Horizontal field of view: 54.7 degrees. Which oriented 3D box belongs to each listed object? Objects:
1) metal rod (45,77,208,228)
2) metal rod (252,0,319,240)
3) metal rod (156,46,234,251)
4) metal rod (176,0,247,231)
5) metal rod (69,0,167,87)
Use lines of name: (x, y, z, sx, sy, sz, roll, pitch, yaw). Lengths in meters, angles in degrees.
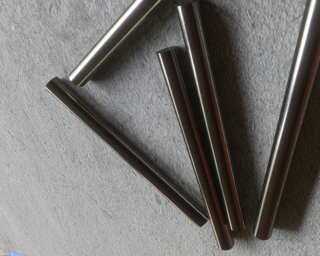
metal rod: (-0.046, 0.036, 0.453, 0.300, 0.025, 0.025, 42, 129, -2)
metal rod: (0.139, 0.016, 0.343, 0.025, 0.025, 0.298, 14, 124, 20)
metal rod: (0.053, 0.042, 0.404, 0.025, 0.025, 0.298, -5, 116, 30)
metal rod: (0.068, 0.004, 0.373, 0.025, 0.025, 0.298, -3, 117, 29)
metal rod: (-0.015, -0.132, 0.332, 0.299, 0.025, 0.025, -34, 100, 38)
